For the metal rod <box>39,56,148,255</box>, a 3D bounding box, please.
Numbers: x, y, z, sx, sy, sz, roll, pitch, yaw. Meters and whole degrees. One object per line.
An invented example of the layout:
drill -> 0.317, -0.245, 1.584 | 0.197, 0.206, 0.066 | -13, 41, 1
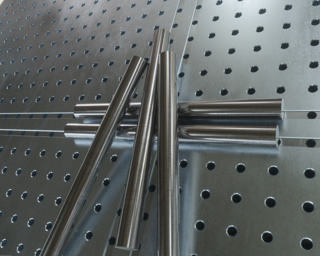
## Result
metal rod -> -0.085, 0.041, 0.402 | 0.025, 0.025, 0.299 | 15, 76, 34

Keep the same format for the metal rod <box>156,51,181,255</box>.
metal rod -> 0.009, 0.043, 0.352 | 0.025, 0.025, 0.299 | -10, 64, 22

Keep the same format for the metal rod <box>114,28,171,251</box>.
metal rod -> -0.015, -0.007, 0.388 | 0.025, 0.025, 0.299 | -6, 59, 25

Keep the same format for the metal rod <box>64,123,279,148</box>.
metal rod -> -0.005, 0.007, 0.406 | 0.300, 0.025, 0.025 | 1, 62, 28

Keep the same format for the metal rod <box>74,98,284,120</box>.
metal rod -> 0.005, -0.023, 0.419 | 0.300, 0.025, 0.025 | 1, 62, 28
